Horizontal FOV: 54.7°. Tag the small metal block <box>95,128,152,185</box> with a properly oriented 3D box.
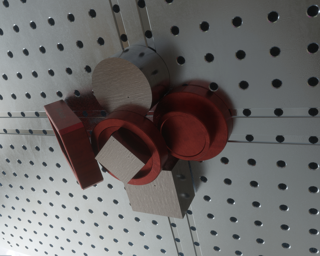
[{"bbox_3d":[-0.043,0.033,0.375,0.050,0.025,0.050,41,129,0],"label":"small metal block"}]

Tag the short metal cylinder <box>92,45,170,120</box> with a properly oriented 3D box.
[{"bbox_3d":[-0.035,-0.055,0.379,0.080,0.050,0.079,13,124,21],"label":"short metal cylinder"}]

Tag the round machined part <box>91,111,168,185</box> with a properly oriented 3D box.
[{"bbox_3d":[-0.035,0.021,0.394,0.098,0.042,0.097,13,124,21],"label":"round machined part"}]

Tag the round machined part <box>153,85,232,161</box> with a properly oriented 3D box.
[{"bbox_3d":[0.035,0.001,0.381,0.098,0.042,0.097,13,124,21],"label":"round machined part"}]

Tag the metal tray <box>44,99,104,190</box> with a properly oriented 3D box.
[{"bbox_3d":[-0.125,0.019,0.439,0.130,0.030,0.089,33,142,57],"label":"metal tray"}]

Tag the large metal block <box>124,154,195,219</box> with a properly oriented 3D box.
[{"bbox_3d":[-0.003,0.076,0.440,0.080,0.050,0.080,1,119,28],"label":"large metal block"}]
